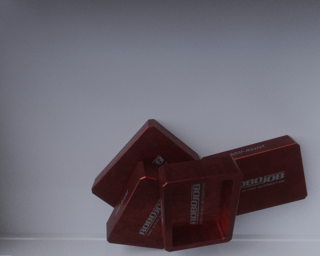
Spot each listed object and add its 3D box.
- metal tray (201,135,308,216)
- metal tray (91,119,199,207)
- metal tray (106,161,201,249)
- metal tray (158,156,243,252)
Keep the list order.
[{"bbox_3d":[0.132,0.071,0.437,0.131,0.030,0.089,-16,110,5],"label":"metal tray"},{"bbox_3d":[-0.020,0.063,0.432,0.090,0.030,0.130,39,105,-13],"label":"metal tray"},{"bbox_3d":[-0.009,0.109,0.419,0.091,0.030,0.129,16,121,-21],"label":"metal tray"},{"bbox_3d":[0.047,0.097,0.384,0.091,0.030,0.129,-7,126,-7],"label":"metal tray"}]
